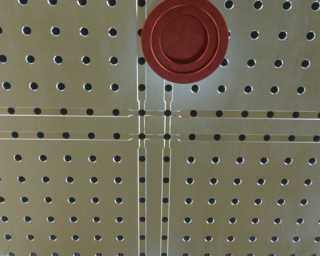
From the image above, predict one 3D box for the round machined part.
[{"bbox_3d":[0.028,-0.105,0.366,0.099,0.042,0.097,0,110,-1],"label":"round machined part"}]
